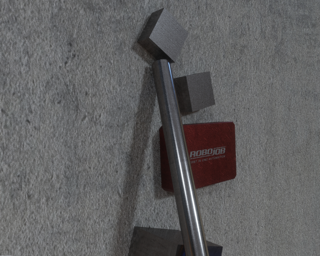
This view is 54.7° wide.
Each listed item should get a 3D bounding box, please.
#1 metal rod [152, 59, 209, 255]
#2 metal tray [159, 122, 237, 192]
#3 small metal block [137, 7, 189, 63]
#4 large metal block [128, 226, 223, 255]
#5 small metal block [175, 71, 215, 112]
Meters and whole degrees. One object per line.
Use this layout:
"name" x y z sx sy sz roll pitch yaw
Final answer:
"metal rod" 0.026 0.055 0.360 0.025 0.025 0.299 7 64 -40
"metal tray" 0.060 0.038 0.454 0.131 0.030 0.089 -4 93 -40
"small metal block" 0.005 -0.120 0.411 0.050 0.025 0.050 37 67 -34
"large metal block" 0.018 0.161 0.386 0.080 0.080 0.050 20 77 -39
"small metal block" 0.051 -0.053 0.450 0.050 0.025 0.050 -19 102 -39
